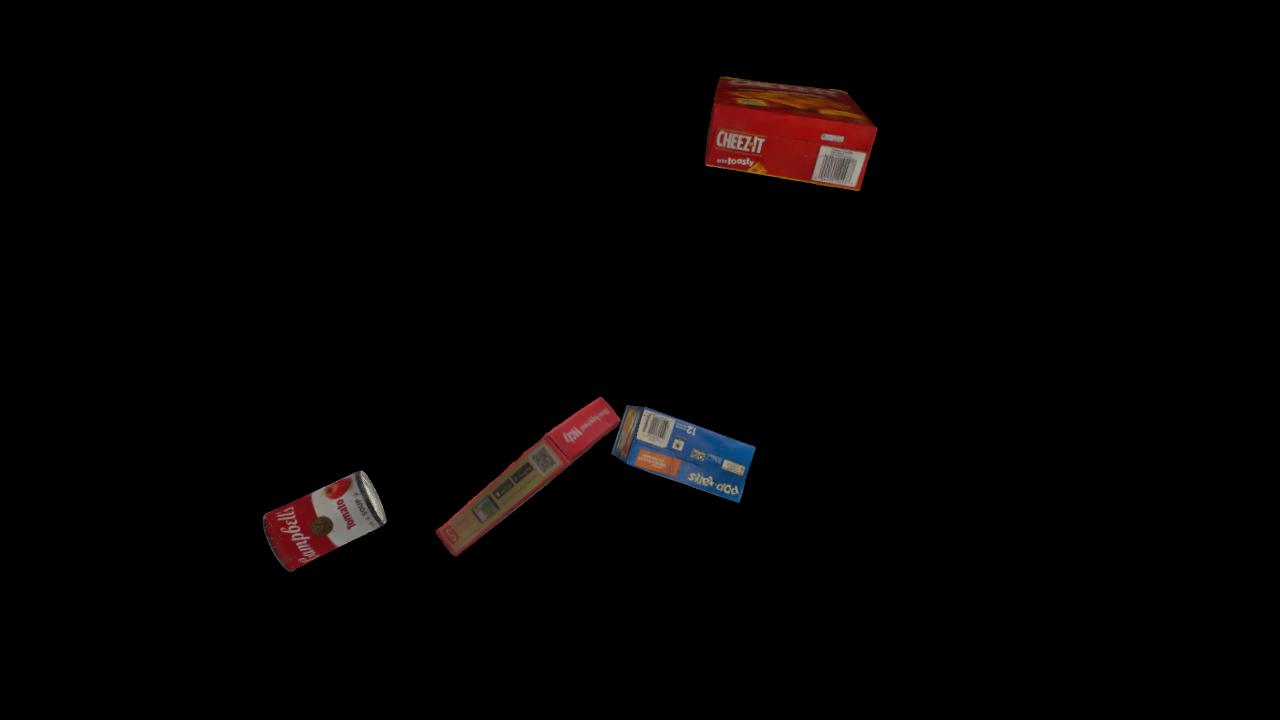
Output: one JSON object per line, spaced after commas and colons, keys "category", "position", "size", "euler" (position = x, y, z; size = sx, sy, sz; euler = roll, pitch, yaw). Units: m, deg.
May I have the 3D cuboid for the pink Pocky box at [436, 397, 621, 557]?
{"category": "pink Pocky box", "position": [-0.088, 0.092, 0.488], "size": [0.155, 0.029, 0.084], "euler": [-41, -4, 29]}

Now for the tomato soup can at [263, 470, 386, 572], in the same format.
{"category": "tomato soup can", "position": [-0.334, 0.171, 0.659], "size": [0.101, 0.068, 0.068], "euler": [-25, 9, -19]}

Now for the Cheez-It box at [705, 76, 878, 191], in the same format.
{"category": "Cheez-It box", "position": [0.164, -0.268, 0.705], "size": [0.166, 0.071, 0.223], "euler": [10, 32, 4]}

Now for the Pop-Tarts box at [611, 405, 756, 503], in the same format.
{"category": "Pop-Tarts box", "position": [0.056, 0.130, 0.880], "size": [0.167, 0.083, 0.141], "euler": [21, -7, -10]}
